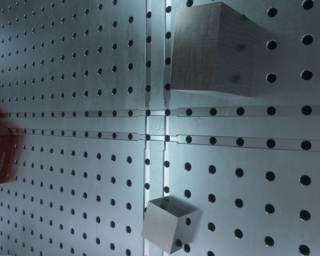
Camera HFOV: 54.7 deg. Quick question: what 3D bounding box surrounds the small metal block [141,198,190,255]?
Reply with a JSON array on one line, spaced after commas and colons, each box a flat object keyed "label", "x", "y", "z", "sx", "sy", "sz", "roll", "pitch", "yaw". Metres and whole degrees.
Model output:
[{"label": "small metal block", "x": 0.006, "y": 0.126, "z": 0.402, "sx": 0.050, "sy": 0.025, "sz": 0.050, "roll": 19, "pitch": 102, "yaw": 38}]

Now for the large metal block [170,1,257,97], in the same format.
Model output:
[{"label": "large metal block", "x": 0.058, "y": -0.076, "z": 0.324, "sx": 0.050, "sy": 0.081, "sz": 0.079, "roll": 7, "pitch": 95, "yaw": 39}]

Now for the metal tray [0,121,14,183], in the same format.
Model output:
[{"label": "metal tray", "x": -0.385, "y": 0.055, "z": 0.719, "sx": 0.090, "sy": 0.030, "sz": 0.129, "roll": 33, "pitch": 110, "yaw": 34}]
